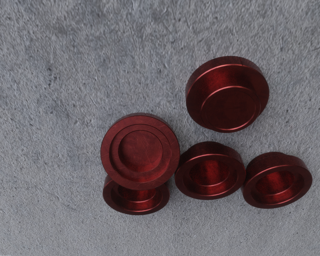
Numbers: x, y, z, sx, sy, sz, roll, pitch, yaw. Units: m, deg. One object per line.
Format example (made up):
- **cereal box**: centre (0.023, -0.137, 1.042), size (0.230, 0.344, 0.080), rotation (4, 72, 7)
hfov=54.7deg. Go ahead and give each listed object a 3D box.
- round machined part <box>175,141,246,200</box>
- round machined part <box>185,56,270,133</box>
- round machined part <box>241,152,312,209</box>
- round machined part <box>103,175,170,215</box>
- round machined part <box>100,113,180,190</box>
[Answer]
- **round machined part**: centre (0.070, 0.057, 0.445), size (0.099, 0.042, 0.097), rotation (0, 130, 0)
- **round machined part**: centre (0.081, -0.032, 0.369), size (0.099, 0.042, 0.097), rotation (0, 130, 0)
- **round machined part**: centre (0.166, 0.073, 0.457), size (0.099, 0.042, 0.097), rotation (-3, 130, -3)
- **round machined part**: centre (-0.034, 0.087, 0.469), size (0.099, 0.042, 0.097), rotation (0, 130, 0)
- **round machined part**: centre (-0.025, 0.027, 0.402), size (0.099, 0.042, 0.097), rotation (0, 103, -2)
